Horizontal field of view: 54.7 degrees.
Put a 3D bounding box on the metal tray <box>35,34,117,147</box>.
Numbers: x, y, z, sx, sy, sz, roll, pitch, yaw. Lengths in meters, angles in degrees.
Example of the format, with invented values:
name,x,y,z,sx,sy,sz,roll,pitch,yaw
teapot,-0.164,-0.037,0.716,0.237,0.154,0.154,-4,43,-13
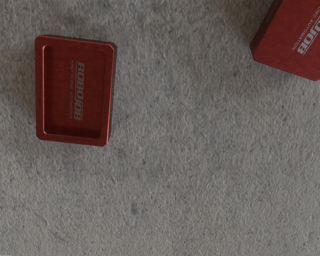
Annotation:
name,x,y,z,sx,sy,sz,roll,pitch,yaw
metal tray,-0.105,-0.045,0.388,0.091,0.030,0.129,6,110,-3

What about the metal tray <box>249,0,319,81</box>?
name,x,y,z,sx,sy,sz,roll,pitch,yaw
metal tray,0.170,-0.123,0.342,0.091,0.030,0.129,17,129,-7
